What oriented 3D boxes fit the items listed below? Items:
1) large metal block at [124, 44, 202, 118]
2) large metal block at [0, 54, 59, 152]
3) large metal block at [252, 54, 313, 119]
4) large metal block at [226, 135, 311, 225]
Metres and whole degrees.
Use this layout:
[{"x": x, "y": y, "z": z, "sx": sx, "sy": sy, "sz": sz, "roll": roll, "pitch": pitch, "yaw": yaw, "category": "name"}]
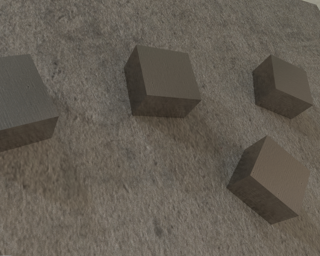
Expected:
[{"x": 0.002, "y": -0.062, "z": 0.428, "sx": 0.081, "sy": 0.050, "sz": 0.080, "roll": 2, "pitch": 61, "yaw": -28, "category": "large metal block"}, {"x": -0.162, "y": -0.024, "z": 0.316, "sx": 0.081, "sy": 0.050, "sz": 0.080, "roll": -18, "pitch": 72, "yaw": -35, "category": "large metal block"}, {"x": 0.216, "y": -0.072, "z": 0.551, "sx": 0.081, "sy": 0.050, "sz": 0.080, "roll": 19, "pitch": 54, "yaw": -18, "category": "large metal block"}, {"x": 0.151, "y": 0.071, "z": 0.428, "sx": 0.080, "sy": 0.050, "sz": 0.080, "roll": 40, "pitch": 51, "yaw": -2, "category": "large metal block"}]
